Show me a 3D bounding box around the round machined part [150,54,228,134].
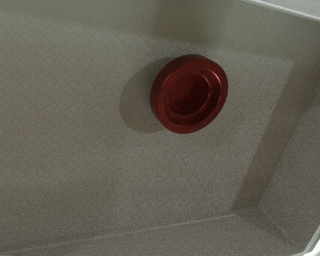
[{"bbox_3d":[0.032,-0.045,0.387,0.099,0.042,0.097,-14,124,-21],"label":"round machined part"}]
